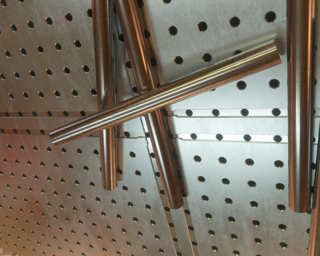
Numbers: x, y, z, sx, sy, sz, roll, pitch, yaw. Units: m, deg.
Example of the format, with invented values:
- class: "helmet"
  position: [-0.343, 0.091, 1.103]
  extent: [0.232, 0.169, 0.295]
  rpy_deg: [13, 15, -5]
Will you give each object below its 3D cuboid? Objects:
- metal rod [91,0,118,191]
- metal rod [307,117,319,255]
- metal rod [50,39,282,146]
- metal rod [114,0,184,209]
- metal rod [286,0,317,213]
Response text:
- class: "metal rod"
  position: [-0.074, -0.030, 0.429]
  extent: [0.025, 0.025, 0.298]
  rpy_deg: [16, 125, 18]
- class: "metal rod"
  position: [0.184, 0.037, 0.337]
  extent: [0.025, 0.025, 0.298]
  rpy_deg: [4, 121, 26]
- class: "metal rod"
  position: [-0.013, -0.031, 0.366]
  extent: [0.300, 0.025, 0.025]
  rpy_deg: [-19, 109, 24]
- class: "metal rod"
  position: [-0.008, -0.016, 0.403]
  extent: [0.025, 0.025, 0.298]
  rpy_deg: [1, 119, 27]
- class: "metal rod"
  position: [0.142, -0.035, 0.313]
  extent: [0.025, 0.025, 0.298]
  rpy_deg: [2, 120, 27]
